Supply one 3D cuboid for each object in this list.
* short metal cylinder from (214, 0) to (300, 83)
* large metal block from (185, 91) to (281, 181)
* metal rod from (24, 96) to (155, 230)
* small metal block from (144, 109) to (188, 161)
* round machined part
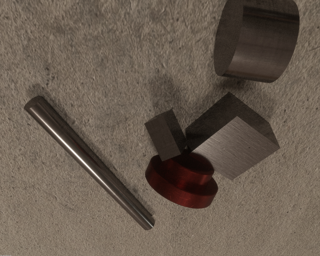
[{"bbox_3d":[0.089,-0.086,0.299,0.050,0.080,0.079,7,130,-7],"label":"short metal cylinder"},{"bbox_3d":[0.092,0.013,0.403,0.080,0.050,0.080,32,123,-25],"label":"large metal block"},{"bbox_3d":[-0.088,0.070,0.465,0.025,0.025,0.299,-21,127,17],"label":"metal rod"},{"bbox_3d":[0.009,0.007,0.385,0.025,0.050,0.050,-23,96,18],"label":"small metal block"},{"bbox_3d":[0.033,0.060,0.415,0.099,0.098,0.042,18,108,-15],"label":"round machined part"}]
